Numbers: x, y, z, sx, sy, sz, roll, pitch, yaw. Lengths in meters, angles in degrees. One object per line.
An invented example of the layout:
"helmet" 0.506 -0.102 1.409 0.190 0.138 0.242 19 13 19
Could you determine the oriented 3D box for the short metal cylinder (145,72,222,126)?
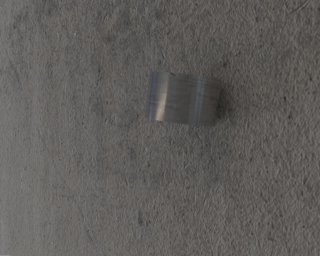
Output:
"short metal cylinder" 0.026 -0.033 0.349 0.080 0.081 0.050 12 98 39
